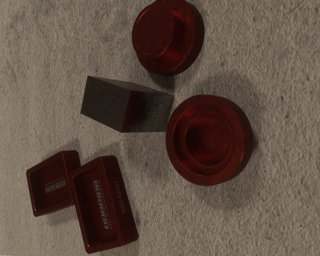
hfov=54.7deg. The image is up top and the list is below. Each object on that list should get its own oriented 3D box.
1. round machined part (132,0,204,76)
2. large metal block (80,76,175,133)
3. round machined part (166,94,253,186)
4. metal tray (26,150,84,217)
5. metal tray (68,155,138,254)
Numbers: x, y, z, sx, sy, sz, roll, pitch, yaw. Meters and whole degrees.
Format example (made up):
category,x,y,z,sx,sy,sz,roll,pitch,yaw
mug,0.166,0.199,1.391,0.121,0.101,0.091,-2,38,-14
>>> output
category,x,y,z,sx,sy,sz,roll,pitch,yaw
round machined part,0.003,-0.117,0.390,0.098,0.042,0.097,0,90,39
large metal block,-0.042,-0.031,0.402,0.080,0.081,0.050,22,104,37
round machined part,0.057,0.013,0.345,0.098,0.042,0.097,0,90,39
metal tray,-0.188,0.101,0.552,0.130,0.030,0.090,-25,74,36
metal tray,-0.090,0.117,0.473,0.090,0.030,0.129,-28,73,36
